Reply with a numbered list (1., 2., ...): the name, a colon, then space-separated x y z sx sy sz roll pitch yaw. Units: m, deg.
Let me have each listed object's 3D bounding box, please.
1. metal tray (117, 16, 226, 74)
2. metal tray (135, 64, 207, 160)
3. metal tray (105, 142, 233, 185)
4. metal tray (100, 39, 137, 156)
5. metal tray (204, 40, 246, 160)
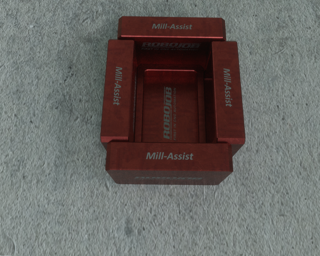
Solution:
1. metal tray: 0.014 -0.107 0.413 0.131 0.090 0.030 1 70 0
2. metal tray: 0.014 -0.022 0.415 0.091 0.030 0.130 1 70 0
3. metal tray: 0.010 0.044 0.358 0.131 0.090 0.030 1 70 0
4. metal tray: -0.047 -0.032 0.385 0.030 0.090 0.130 1 70 0
5. metal tray: 0.075 -0.031 0.386 0.030 0.090 0.130 1 70 0
